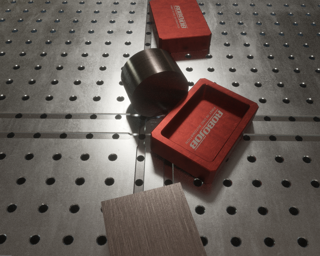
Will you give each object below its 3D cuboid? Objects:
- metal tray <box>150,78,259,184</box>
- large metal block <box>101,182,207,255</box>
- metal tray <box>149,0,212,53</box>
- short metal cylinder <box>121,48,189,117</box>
[{"bbox_3d":[0.059,-0.003,0.403,0.090,0.030,0.131,30,56,18],"label":"metal tray"},{"bbox_3d":[-0.008,0.108,0.300,0.081,0.050,0.080,-12,51,-10],"label":"large metal block"},{"bbox_3d":[0.033,-0.190,0.565,0.091,0.030,0.130,-7,50,-6],"label":"metal tray"},{"bbox_3d":[-0.008,-0.061,0.423,0.081,0.080,0.050,-16,52,-13],"label":"short metal cylinder"}]
